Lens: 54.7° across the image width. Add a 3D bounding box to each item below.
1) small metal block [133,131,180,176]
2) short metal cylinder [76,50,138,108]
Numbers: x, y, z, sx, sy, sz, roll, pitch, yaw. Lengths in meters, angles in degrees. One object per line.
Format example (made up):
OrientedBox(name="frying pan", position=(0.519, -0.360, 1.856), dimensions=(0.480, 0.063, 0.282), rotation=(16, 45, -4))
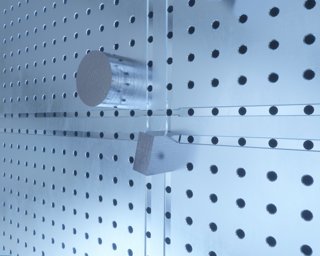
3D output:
OrientedBox(name="small metal block", position=(-0.004, 0.031, 0.397), dimensions=(0.025, 0.050, 0.050), rotation=(17, 101, 39))
OrientedBox(name="short metal cylinder", position=(-0.079, -0.070, 0.458), dimensions=(0.080, 0.050, 0.079), rotation=(0, 90, 40))
